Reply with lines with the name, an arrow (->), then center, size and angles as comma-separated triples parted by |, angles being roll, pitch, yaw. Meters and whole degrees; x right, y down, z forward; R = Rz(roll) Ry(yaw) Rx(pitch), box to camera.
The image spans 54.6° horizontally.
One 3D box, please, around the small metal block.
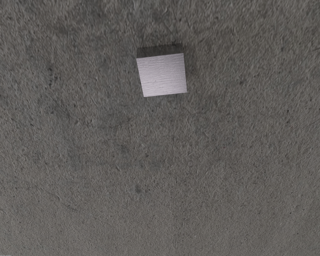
small metal block -> 0.003, -0.065, 0.351 | 0.050, 0.025, 0.050 | -6, 130, 5
